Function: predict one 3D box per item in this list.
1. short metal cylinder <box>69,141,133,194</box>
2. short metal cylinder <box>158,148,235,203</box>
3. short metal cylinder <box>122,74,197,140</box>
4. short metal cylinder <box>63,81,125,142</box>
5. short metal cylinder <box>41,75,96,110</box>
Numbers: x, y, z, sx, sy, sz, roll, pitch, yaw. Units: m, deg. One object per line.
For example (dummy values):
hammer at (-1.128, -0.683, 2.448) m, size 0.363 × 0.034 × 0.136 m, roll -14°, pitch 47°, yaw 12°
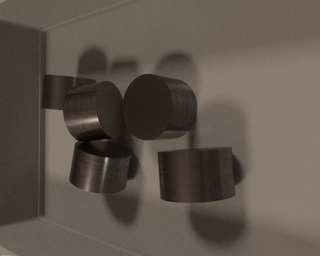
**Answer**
short metal cylinder at (-0.083, 0.052, 0.437) m, size 0.080 × 0.081 × 0.050 m, roll 20°, pitch 103°, yaw 38°
short metal cylinder at (0.039, 0.048, 0.337) m, size 0.080 × 0.081 × 0.050 m, roll -6°, pitch 86°, yaw 39°
short metal cylinder at (-0.001, -0.025, 0.390) m, size 0.080 × 0.050 × 0.079 m, roll 0°, pitch 90°, yaw 39°
short metal cylinder at (-0.089, -0.022, 0.435) m, size 0.050 × 0.080 × 0.080 m, roll -7°, pitch 85°, yaw 21°
short metal cylinder at (-0.143, -0.054, 0.486) m, size 0.080 × 0.081 × 0.050 m, roll 8°, pitch 95°, yaw 39°
